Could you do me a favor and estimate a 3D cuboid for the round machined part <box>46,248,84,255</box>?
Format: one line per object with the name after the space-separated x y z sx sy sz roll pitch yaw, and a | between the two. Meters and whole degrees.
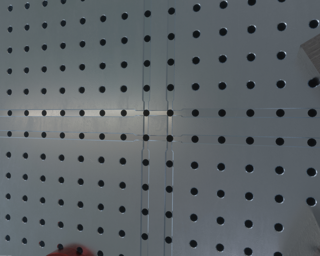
-0.147 0.233 0.455 0.098 0.042 0.097 0 90 20 | round machined part

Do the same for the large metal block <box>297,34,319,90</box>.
0.206 -0.071 0.326 0.080 0.050 0.080 -31 80 17 | large metal block

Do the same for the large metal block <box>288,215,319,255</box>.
0.169 0.148 0.323 0.050 0.080 0.080 30 100 17 | large metal block
